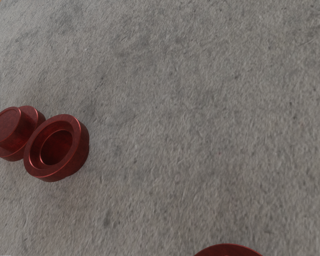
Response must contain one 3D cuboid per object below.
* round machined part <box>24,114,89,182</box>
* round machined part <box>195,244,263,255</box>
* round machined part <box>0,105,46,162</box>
[{"bbox_3d":[-0.142,0.032,0.446,0.098,0.042,0.098,-13,56,20],"label":"round machined part"},{"bbox_3d":[0.064,0.154,0.265,0.098,0.042,0.098,-13,56,20],"label":"round machined part"},{"bbox_3d":[-0.244,0.003,0.516,0.098,0.042,0.098,-13,56,20],"label":"round machined part"}]
